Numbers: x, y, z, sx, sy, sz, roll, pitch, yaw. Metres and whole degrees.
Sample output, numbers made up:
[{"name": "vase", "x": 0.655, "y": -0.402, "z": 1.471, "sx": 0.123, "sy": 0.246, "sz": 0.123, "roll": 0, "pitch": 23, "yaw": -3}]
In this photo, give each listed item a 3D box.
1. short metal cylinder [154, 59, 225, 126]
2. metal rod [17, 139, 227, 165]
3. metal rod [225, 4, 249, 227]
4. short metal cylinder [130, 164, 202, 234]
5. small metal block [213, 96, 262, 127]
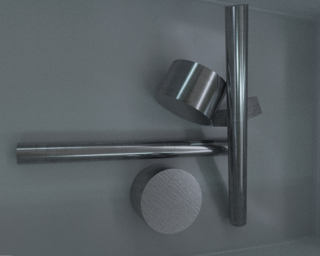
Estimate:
[{"name": "short metal cylinder", "x": 0.040, "y": -0.044, "z": 0.397, "sx": 0.080, "sy": 0.080, "sz": 0.050, "roll": 30, "pitch": 80, "yaw": -18}, {"name": "metal rod", "x": -0.020, "y": 0.028, "z": 0.404, "sx": 0.303, "sy": 0.025, "sz": 0.025, "roll": 0, "pitch": 90, "yaw": -21}, {"name": "metal rod", "x": 0.099, "y": 0.002, "z": 0.396, "sx": 0.025, "sy": 0.025, "sz": 0.298, "roll": -16, "pitch": 116, "yaw": -20}, {"name": "short metal cylinder", "x": 0.007, "y": 0.089, "z": 0.401, "sx": 0.081, "sy": 0.050, "sz": 0.079, "roll": 0, "pitch": 90, "yaw": -21}, {"name": "small metal block", "x": 0.105, "y": -0.023, "z": 0.438, "sx": 0.050, "sy": 0.050, "sz": 0.025, "roll": -23, "pitch": 98, "yaw": -19}]
